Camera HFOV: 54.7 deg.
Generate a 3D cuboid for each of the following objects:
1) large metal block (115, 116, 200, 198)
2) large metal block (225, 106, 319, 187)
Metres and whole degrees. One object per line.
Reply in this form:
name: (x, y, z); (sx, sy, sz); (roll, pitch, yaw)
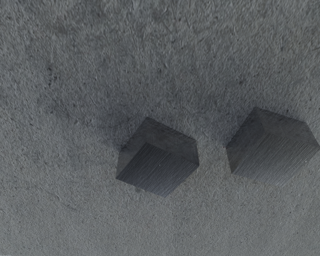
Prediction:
large metal block: (-0.004, 0.042, 0.427); (0.080, 0.050, 0.080); (26, 125, -21)
large metal block: (0.147, 0.027, 0.415); (0.081, 0.050, 0.079); (16, 128, -13)
